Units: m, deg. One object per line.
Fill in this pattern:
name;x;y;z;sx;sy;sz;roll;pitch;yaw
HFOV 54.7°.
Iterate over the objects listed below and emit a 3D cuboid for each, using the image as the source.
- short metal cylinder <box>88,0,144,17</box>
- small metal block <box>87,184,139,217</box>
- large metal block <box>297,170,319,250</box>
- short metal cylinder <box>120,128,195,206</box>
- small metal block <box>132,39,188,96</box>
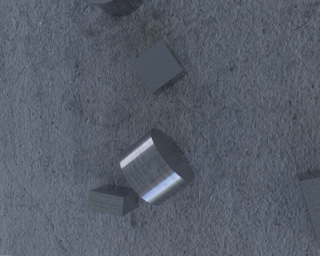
short metal cylinder;-0.063;-0.198;0.417;0.080;0.050;0.079;0;90;19
small metal block;-0.061;0.096;0.416;0.050;0.050;0.025;6;92;19
large metal block;0.199;0.083;0.326;0.080;0.050;0.080;-16;85;19
short metal cylinder;-0.003;0.047;0.380;0.050;0.080;0.080;-40;78;16
small metal block;0.000;-0.079;0.408;0.050;0.025;0.050;-35;79;16
